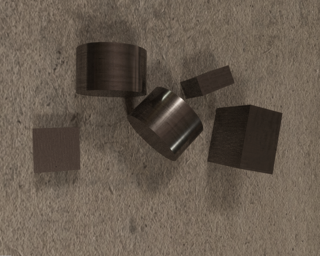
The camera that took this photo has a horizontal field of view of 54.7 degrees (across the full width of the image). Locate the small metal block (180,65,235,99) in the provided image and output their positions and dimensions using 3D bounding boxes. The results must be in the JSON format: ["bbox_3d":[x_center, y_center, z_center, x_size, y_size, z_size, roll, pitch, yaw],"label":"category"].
[{"bbox_3d":[0.063,-0.062,0.420,0.050,0.050,0.025,-23,98,-19],"label":"small metal block"}]

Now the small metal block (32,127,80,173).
[{"bbox_3d":[-0.122,0.025,0.365,0.050,0.025,0.050,-2,91,-20],"label":"small metal block"}]

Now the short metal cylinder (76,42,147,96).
[{"bbox_3d":[-0.056,-0.064,0.360,0.081,0.080,0.050,0,90,-20],"label":"short metal cylinder"}]

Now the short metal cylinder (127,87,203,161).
[{"bbox_3d":[0.006,-0.005,0.383,0.080,0.080,0.050,47,76,-15],"label":"short metal cylinder"}]

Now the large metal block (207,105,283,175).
[{"bbox_3d":[0.113,0.015,0.423,0.050,0.080,0.080,12,86,-20],"label":"large metal block"}]
